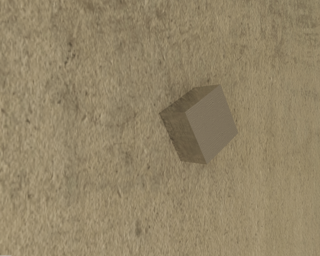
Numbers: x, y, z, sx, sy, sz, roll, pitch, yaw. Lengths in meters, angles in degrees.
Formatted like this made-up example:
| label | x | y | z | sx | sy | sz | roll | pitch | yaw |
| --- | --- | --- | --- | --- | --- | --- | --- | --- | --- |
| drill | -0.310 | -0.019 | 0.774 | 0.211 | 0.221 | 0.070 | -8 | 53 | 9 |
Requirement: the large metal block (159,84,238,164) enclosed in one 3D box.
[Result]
| label | x | y | z | sx | sy | sz | roll | pitch | yaw |
| --- | --- | --- | --- | --- | --- | --- | --- | --- | --- |
| large metal block | 0.057 | -0.006 | 0.439 | 0.080 | 0.050 | 0.080 | -38 | 114 | -34 |
